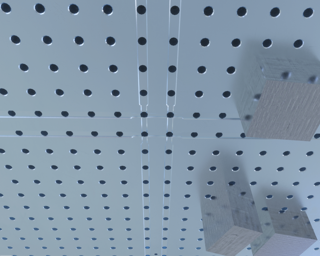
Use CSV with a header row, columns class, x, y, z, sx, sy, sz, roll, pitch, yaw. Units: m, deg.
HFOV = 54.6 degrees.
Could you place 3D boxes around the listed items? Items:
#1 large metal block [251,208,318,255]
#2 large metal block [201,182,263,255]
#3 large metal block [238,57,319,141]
class,x,y,z,sx,sy,sz,roll,pitch,yaw
large metal block,0.218,0.195,0.562,0.080,0.050,0.079,12,129,-10
large metal block,0.112,0.148,0.502,0.050,0.080,0.080,19,127,-16
large metal block,0.147,-0.033,0.368,0.080,0.050,0.080,4,130,-4
